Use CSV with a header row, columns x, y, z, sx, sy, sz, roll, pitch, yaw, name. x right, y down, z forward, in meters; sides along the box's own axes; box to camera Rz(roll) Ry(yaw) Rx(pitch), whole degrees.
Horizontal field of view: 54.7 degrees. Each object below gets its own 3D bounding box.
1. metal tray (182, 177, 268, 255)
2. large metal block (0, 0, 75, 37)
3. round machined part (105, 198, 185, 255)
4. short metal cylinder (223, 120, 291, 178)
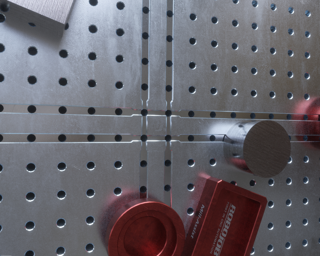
x,y,z,sx,sy,sz,roll,pitch,yaw,name
0.092,0.146,0.443,0.090,0.030,0.130,23,82,-19,metal tray
-0.136,-0.162,0.349,0.081,0.050,0.080,19,84,-19,large metal block
-0.021,0.138,0.396,0.099,0.042,0.097,0,90,-20,round machined part
0.140,0.029,0.451,0.081,0.050,0.080,0,90,-20,short metal cylinder
